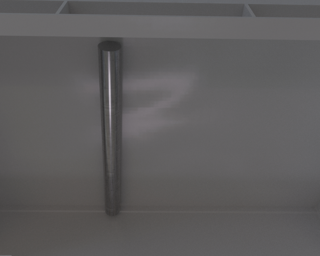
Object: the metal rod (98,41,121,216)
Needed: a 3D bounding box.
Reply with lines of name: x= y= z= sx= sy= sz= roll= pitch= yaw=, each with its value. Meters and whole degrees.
metal rod: x=-0.067 y=0.025 z=0.429 sx=0.025 sy=0.025 sz=0.298 roll=4 pitch=130 yaw=-3
